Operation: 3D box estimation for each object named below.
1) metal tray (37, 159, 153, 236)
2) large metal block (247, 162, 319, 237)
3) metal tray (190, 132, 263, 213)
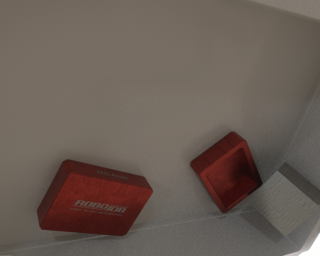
[{"bbox_3d":[-0.085,0.100,0.422,0.131,0.030,0.090,20,108,-36],"label":"metal tray"},{"bbox_3d":[0.210,0.118,0.518,0.050,0.080,0.079,-18,146,-52],"label":"large metal block"},{"bbox_3d":[0.115,0.078,0.518,0.090,0.030,0.130,-36,130,-4],"label":"metal tray"}]
